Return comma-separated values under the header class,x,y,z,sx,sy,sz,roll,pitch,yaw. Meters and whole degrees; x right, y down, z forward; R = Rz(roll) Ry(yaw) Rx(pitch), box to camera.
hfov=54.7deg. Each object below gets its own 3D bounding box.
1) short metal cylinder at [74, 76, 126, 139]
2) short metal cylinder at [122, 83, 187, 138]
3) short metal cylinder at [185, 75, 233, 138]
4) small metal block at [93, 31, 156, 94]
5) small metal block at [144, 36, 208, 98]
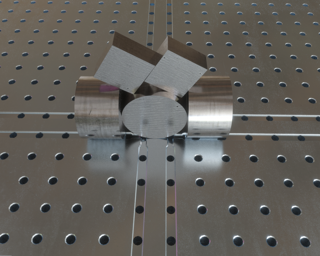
class,x,y,z,sx,sy,sz,roll,pitch,yaw
short metal cylinder,-0.072,-0.026,0.392,0.050,0.080,0.080,1,50,1
short metal cylinder,-0.006,-0.031,0.397,0.080,0.080,0.050,1,50,1
short metal cylinder,0.059,-0.027,0.394,0.050,0.080,0.080,0,50,1
small metal block,-0.039,-0.071,0.345,0.050,0.050,0.025,22,46,-23
small metal block,0.017,-0.067,0.348,0.050,0.050,0.025,21,46,-23
